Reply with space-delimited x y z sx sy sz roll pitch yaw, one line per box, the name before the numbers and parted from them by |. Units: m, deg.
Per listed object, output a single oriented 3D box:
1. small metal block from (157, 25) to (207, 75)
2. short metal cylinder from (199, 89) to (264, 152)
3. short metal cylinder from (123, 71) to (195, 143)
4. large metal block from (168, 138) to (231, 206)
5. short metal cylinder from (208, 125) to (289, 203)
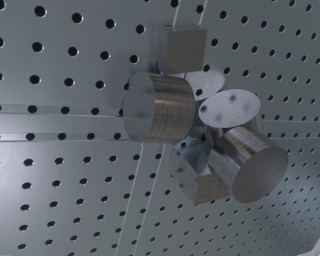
small metal block | 0.025 -0.093 0.367 0.050 0.025 0.050 -11 123 -23
short metal cylinder | 0.098 -0.009 0.423 0.080 0.080 0.050 -29 128 -10
short metal cylinder | -0.004 -0.022 0.360 0.050 0.080 0.079 4 117 -30
large metal block | 0.068 0.058 0.448 0.081 0.080 0.050 -8 122 -24
short metal cylinder | 0.106 0.044 0.376 0.081 0.050 0.079 -14 124 -21
